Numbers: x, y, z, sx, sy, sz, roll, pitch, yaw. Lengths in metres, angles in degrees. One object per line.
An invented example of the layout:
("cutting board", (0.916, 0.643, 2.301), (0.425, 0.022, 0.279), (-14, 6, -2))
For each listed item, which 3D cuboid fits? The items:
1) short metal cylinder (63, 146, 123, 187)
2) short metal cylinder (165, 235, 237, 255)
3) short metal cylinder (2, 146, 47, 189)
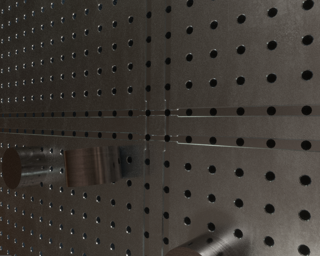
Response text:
("short metal cylinder", (-0.097, 0.055, 0.451), (0.080, 0.081, 0.050), (-10, 84, 39))
("short metal cylinder", (0.047, 0.169, 0.353), (0.080, 0.050, 0.079), (0, 90, 39))
("short metal cylinder", (-0.268, 0.077, 0.610), (0.080, 0.050, 0.079), (0, 90, 39))
